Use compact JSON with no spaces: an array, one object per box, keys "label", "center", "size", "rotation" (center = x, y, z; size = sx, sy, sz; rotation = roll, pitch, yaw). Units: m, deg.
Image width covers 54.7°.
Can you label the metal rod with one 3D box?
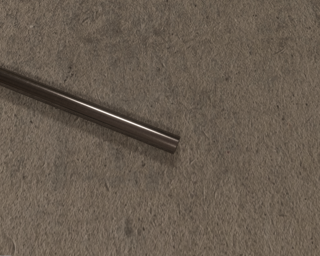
[{"label":"metal rod","center":[-0.117,-0.031,0.418],"size":[0.301,0.025,0.025],"rotation":[21,71,7]}]
